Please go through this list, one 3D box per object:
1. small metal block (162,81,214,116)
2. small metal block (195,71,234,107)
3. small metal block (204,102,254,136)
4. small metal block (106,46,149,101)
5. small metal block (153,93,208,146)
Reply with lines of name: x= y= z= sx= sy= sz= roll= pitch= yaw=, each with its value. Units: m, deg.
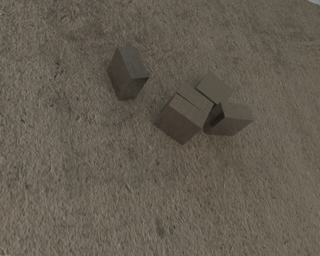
small metal block: x=0.036 y=-0.027 z=0.424 sx=0.050 sy=0.050 sz=0.025 roll=36 pitch=51 yaw=-4
small metal block: x=0.079 y=-0.053 z=0.478 sx=0.050 sy=0.025 sz=0.050 roll=39 pitch=51 yaw=-2
small metal block: x=0.097 y=-0.012 z=0.447 sx=0.050 sy=0.050 sz=0.025 roll=5 pitch=60 yaw=-26
small metal block: x=-0.044 y=-0.071 z=0.407 sx=0.025 sy=0.050 sz=0.050 roll=-12 pitch=68 yaw=-33
small metal block: x=0.026 y=-0.010 z=0.408 sx=0.050 sy=0.050 sz=0.025 roll=35 pitch=52 yaw=-5
